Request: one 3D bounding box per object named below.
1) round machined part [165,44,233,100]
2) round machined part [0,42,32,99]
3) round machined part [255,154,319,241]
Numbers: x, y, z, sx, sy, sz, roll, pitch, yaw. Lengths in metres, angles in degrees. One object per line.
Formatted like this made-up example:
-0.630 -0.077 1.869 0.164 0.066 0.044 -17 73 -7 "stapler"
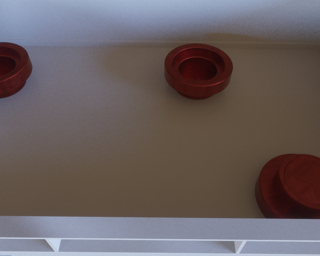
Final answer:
0.056 -0.080 0.462 0.099 0.042 0.098 0 50 0 "round machined part"
-0.240 -0.081 0.459 0.099 0.042 0.098 1 50 -1 "round machined part"
0.159 0.068 0.339 0.099 0.042 0.098 0 50 0 "round machined part"
